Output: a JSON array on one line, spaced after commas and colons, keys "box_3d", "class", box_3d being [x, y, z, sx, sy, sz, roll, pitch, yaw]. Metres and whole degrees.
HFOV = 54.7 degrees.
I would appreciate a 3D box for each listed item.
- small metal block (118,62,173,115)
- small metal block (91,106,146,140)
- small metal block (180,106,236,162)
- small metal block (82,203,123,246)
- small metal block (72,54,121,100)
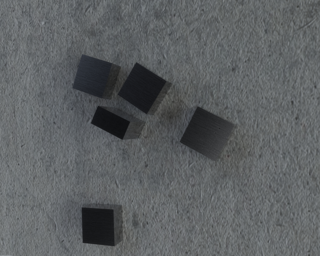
[{"box_3d": [-0.020, -0.052, 0.416, 0.050, 0.025, 0.050, 35, 101, 16], "class": "small metal block"}, {"box_3d": [-0.055, -0.007, 0.415, 0.050, 0.050, 0.025, 26, 99, 18], "class": "small metal block"}, {"box_3d": [0.061, 0.007, 0.387, 0.050, 0.025, 0.050, 29, 99, 17], "class": "small metal block"}, {"box_3d": [-0.081, 0.135, 0.438, 0.050, 0.025, 0.050, -2, 89, 20], "class": "small metal block"}, {"box_3d": [-0.090, -0.072, 0.441, 0.050, 0.025, 0.050, 20, 97, 18], "class": "small metal block"}]
